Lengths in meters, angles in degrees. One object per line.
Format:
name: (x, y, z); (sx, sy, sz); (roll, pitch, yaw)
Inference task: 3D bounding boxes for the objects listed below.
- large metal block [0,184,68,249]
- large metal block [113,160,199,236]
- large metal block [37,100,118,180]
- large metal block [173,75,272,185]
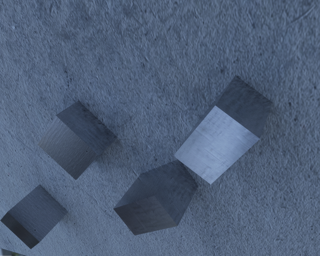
large metal block: (-0.245, 0.173, 0.607); (0.080, 0.080, 0.050); (46, 129, -4)
large metal block: (-0.004, 0.097, 0.433); (0.080, 0.080, 0.050); (-26, 104, 37)
large metal block: (-0.125, 0.020, 0.469); (0.080, 0.050, 0.080); (44, 129, -3)
large metal block: (0.069, 0.001, 0.335); (0.050, 0.080, 0.080); (38, 129, 3)
